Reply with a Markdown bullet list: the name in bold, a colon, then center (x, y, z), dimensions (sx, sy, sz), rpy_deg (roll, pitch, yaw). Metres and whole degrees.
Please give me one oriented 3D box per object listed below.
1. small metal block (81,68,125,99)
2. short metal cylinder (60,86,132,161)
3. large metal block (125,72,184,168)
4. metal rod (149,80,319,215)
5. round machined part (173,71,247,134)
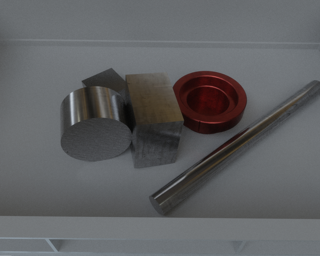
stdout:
- **small metal block**: center (-0.078, -0.056, 0.451), dimensions (0.050, 0.025, 0.050), rpy_deg (-30, 56, -23)
- **short metal cylinder**: center (-0.077, -0.003, 0.371), dimensions (0.081, 0.080, 0.050), rpy_deg (-9, 51, -8)
- **large metal block**: center (-0.011, -0.009, 0.374), dimensions (0.050, 0.079, 0.080), rpy_deg (-6, 50, -12)
- **metal rod**: center (0.114, 0.012, 0.396), dimensions (0.302, 0.025, 0.025), rpy_deg (-31, 57, -24)
- **round machined part**: center (0.064, -0.030, 0.420), dimensions (0.099, 0.042, 0.098), rpy_deg (0, 50, 0)
